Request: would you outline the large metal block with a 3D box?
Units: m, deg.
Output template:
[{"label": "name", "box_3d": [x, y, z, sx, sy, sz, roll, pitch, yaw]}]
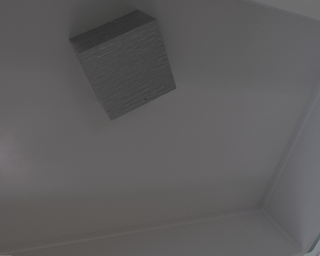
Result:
[{"label": "large metal block", "box_3d": [-0.038, -0.067, 0.330, 0.080, 0.050, 0.080, -28, 128, -11]}]
